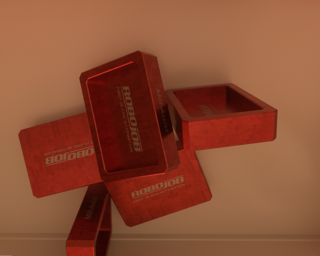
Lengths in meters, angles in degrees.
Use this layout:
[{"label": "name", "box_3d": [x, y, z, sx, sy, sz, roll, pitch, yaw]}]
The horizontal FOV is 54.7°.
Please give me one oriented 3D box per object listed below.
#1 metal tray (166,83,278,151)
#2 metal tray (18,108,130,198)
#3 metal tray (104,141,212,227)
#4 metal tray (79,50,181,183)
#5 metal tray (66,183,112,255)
[{"label": "metal tray", "box_3d": [0.059, -0.018, 0.344, 0.091, 0.130, 0.030, -7, 110, -5]}, {"label": "metal tray", "box_3d": [-0.106, 0.031, 0.402, 0.131, 0.030, 0.090, -15, 88, 5]}, {"label": "metal tray", "box_3d": [-0.003, 0.078, 0.438, 0.130, 0.030, 0.090, -21, 109, 7]}, {"label": "metal tray", "box_3d": [-0.036, -0.010, 0.348, 0.090, 0.030, 0.129, -14, 88, 29]}, {"label": "metal tray", "box_3d": [-0.088, 0.142, 0.407, 0.030, 0.130, 0.089, 1, 110, -1]}]
